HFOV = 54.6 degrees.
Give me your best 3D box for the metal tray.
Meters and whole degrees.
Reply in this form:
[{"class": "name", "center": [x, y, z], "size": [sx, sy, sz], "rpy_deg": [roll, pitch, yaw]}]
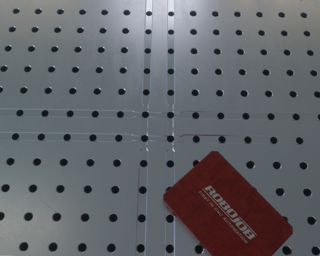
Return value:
[{"class": "metal tray", "center": [0.078, 0.103, 0.372], "size": [0.090, 0.030, 0.130], "rpy_deg": [-40, 75, -13]}]
